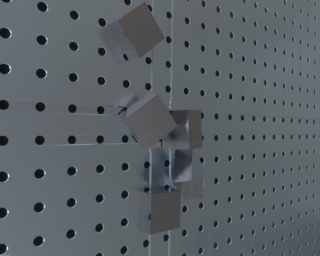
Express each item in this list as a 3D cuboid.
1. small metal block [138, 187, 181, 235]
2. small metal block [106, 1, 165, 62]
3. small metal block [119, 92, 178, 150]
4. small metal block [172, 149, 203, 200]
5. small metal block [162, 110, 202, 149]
[{"bbox_3d":[0.000,0.108,0.408,0.050,0.025,0.050,2,89,-40],"label":"small metal block"},{"bbox_3d":[-0.029,-0.119,0.384,0.050,0.025,0.050,-47,118,-29],"label":"small metal block"},{"bbox_3d":[-0.014,-0.009,0.387,0.050,0.025,0.050,-38,115,-13],"label":"small metal block"},{"bbox_3d":[0.039,0.062,0.420,0.050,0.025,0.050,58,30,-45],"label":"small metal block"},{"bbox_3d":[0.028,0.001,0.415,0.025,0.050,0.050,-4,92,-43],"label":"small metal block"}]
